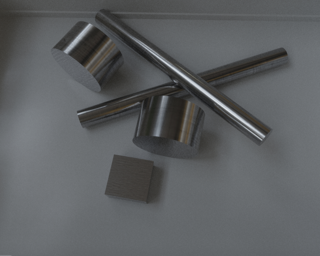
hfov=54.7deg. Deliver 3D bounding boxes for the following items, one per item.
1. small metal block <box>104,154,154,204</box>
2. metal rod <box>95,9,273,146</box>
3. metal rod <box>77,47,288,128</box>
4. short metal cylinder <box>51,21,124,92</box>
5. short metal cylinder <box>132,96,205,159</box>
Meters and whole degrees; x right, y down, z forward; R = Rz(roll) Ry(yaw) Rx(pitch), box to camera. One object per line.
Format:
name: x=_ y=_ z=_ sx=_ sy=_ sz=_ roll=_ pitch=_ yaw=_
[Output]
small metal block: x=-0.037 y=0.064 z=0.386 sx=0.050 sy=0.025 sz=0.050 roll=10 pitch=70 yaw=3
metal rod: x=0.017 y=-0.079 z=0.414 sx=0.025 sy=0.025 sz=0.300 roll=-43 pitch=67 yaw=-14
metal rod: x=0.036 y=-0.058 z=0.431 sx=0.302 sy=0.025 sz=0.025 roll=-18 pitch=71 yaw=-7
short metal cylinder: x=-0.096 y=-0.094 z=0.414 sx=0.080 sy=0.080 sz=0.050 roll=33 pitch=73 yaw=11
short metal cylinder: x=0.011 y=0.001 z=0.380 sx=0.080 sy=0.080 sz=0.050 roll=12 pitch=71 yaw=4
